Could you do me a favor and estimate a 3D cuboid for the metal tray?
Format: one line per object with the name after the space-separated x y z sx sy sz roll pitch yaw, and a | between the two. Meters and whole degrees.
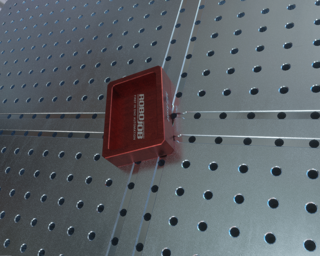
-0.031 -0.018 0.433 0.090 0.030 0.130 -15 55 19 | metal tray
